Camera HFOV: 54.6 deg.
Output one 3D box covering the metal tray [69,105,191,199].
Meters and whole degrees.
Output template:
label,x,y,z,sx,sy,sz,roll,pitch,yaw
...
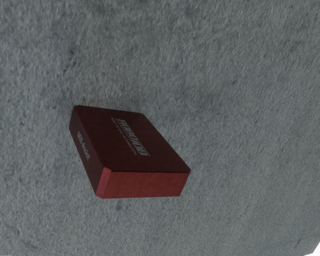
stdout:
label,x,y,z,sx,sy,sz,roll,pitch,yaw
metal tray,-0.038,0.021,0.331,0.091,0.130,0.030,6,116,-31
